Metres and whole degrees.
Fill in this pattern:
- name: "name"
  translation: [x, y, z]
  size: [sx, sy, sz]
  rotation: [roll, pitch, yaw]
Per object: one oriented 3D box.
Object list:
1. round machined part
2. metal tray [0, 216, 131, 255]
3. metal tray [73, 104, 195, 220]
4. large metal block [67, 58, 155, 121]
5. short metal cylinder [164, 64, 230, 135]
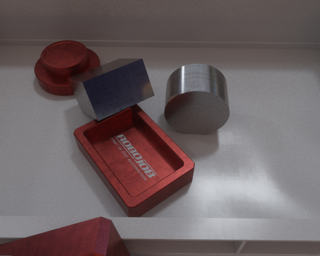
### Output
- name: "round machined part"
  translation: [-0.142, -0.098, 0.474]
  size: [0.099, 0.042, 0.098]
  rotation: [0, 50, 0]
- name: "metal tray"
  translation: [-0.055, 0.129, 0.217]
  size: [0.090, 0.129, 0.030]
  rotation: [-17, 26, 6]
- name: "metal tray"
  translation: [-0.033, 0.032, 0.374]
  size: [0.091, 0.030, 0.130]
  rotation: [-30, 56, -23]
- name: "large metal block"
  translation: [-0.067, -0.055, 0.411]
  size: [0.081, 0.050, 0.080]
  rotation: [-27, 22, -21]
- name: "short metal cylinder"
  translation: [0.047, -0.036, 0.400]
  size: [0.080, 0.080, 0.050]
  rotation: [3, 50, 2]
